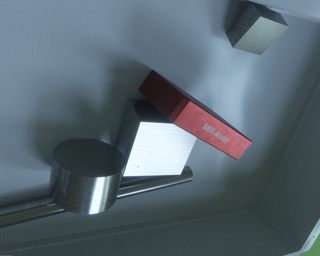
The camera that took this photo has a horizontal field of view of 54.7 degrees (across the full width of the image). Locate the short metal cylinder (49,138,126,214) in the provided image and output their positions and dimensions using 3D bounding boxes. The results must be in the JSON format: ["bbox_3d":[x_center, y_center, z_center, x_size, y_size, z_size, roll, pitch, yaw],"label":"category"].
[{"bbox_3d":[-0.085,0.054,0.361,0.081,0.080,0.050,1,118,-30],"label":"short metal cylinder"}]

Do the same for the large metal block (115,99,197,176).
[{"bbox_3d":[-0.006,0.013,0.391,0.081,0.050,0.079,3,124,-27],"label":"large metal block"}]

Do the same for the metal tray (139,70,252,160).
[{"bbox_3d":[0.045,-0.015,0.383,0.131,0.090,0.030,28,103,-38],"label":"metal tray"}]

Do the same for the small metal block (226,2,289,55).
[{"bbox_3d":[0.121,-0.122,0.388,0.050,0.025,0.050,4,145,-31],"label":"small metal block"}]

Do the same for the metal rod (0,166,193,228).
[{"bbox_3d":[-0.092,0.092,0.416,0.303,0.025,0.025,-9,122,-24],"label":"metal rod"}]
